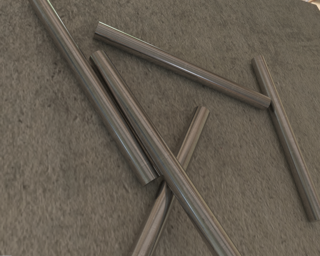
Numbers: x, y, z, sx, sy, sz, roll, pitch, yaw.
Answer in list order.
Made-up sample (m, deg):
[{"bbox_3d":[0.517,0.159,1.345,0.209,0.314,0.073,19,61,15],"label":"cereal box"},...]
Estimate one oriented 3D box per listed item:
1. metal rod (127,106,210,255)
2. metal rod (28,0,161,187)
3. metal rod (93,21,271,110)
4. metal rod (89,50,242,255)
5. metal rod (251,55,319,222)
[{"bbox_3d":[0.006,0.081,0.358,0.025,0.025,0.301,33,51,-7],"label":"metal rod"},{"bbox_3d":[-0.090,-0.060,0.392,0.025,0.025,0.299,-24,75,-37],"label":"metal rod"},{"bbox_3d":[0.045,-0.091,0.485,0.302,0.025,0.025,20,54,-17],"label":"metal rod"},{"bbox_3d":[-0.006,0.020,0.364,0.025,0.025,0.299,-18,64,-35],"label":"metal rod"},{"bbox_3d":[0.207,0.003,0.516,0.025,0.025,0.299,5,60,-26],"label":"metal rod"}]
